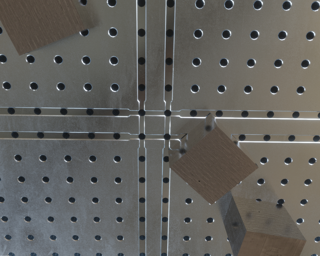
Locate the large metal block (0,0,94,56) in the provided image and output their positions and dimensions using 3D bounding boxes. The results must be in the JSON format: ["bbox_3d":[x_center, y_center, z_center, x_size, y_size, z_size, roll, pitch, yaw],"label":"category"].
[{"bbox_3d":[-0.132,-0.137,0.348,0.080,0.050,0.080,-20,109,6],"label":"large metal block"}]

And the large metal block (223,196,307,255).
[{"bbox_3d":[0.144,0.146,0.440,0.081,0.080,0.050,11,110,-5],"label":"large metal block"}]

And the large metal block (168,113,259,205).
[{"bbox_3d":[0.069,0.041,0.416,0.080,0.050,0.080,-43,105,14],"label":"large metal block"}]
